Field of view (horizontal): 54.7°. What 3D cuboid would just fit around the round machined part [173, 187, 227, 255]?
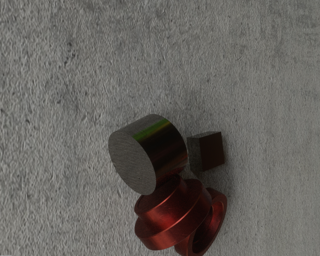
[{"bbox_3d":[0.048,0.126,0.423,0.099,0.042,0.097,-31,131,-42],"label":"round machined part"}]

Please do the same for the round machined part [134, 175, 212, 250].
[{"bbox_3d":[0.009,0.092,0.369,0.098,0.098,0.042,-43,103,-32],"label":"round machined part"}]

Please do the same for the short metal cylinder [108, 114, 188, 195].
[{"bbox_3d":[-0.015,0.030,0.358,0.050,0.080,0.080,-30,109,-36],"label":"short metal cylinder"}]

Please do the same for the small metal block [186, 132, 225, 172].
[{"bbox_3d":[0.069,0.034,0.465,0.050,0.025,0.050,-13,99,-40],"label":"small metal block"}]
